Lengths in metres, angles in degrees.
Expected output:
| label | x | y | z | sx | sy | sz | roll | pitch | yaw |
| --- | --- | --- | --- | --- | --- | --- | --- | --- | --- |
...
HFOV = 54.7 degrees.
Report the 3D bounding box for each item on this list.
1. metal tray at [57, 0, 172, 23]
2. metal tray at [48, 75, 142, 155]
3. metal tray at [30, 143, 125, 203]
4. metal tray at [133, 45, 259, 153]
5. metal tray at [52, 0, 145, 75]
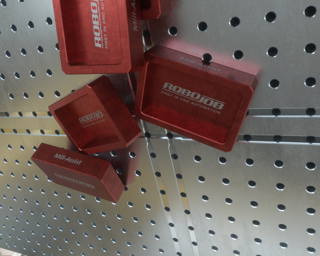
| label | x | y | z | sx | sy | sz | roll | pitch | yaw |
| --- | --- | --- | --- | --- | --- | --- | --- | --- | --- |
| metal tray | -0.057 | -0.164 | 0.335 | 0.130 | 0.030 | 0.089 | 6 | 121 | 24 |
| metal tray | -0.094 | -0.011 | 0.428 | 0.130 | 0.030 | 0.090 | -14 | 112 | 48 |
| metal tray | -0.130 | 0.073 | 0.497 | 0.130 | 0.030 | 0.090 | 12 | 147 | 21 |
| metal tray | 0.037 | -0.035 | 0.366 | 0.130 | 0.030 | 0.089 | 21 | 126 | 15 |
| metal tray | -0.067 | -0.123 | 0.326 | 0.090 | 0.030 | 0.129 | 3 | 106 | 25 |
